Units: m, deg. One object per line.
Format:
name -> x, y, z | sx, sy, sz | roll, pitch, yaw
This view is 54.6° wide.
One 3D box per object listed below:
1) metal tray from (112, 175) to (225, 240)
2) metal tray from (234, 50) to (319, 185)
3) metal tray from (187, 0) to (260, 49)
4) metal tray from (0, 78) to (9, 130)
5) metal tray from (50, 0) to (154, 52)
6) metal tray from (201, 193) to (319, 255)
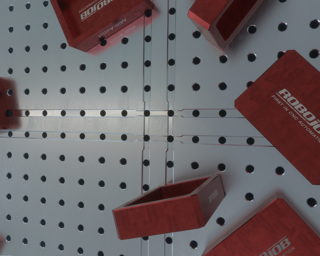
metal tray -> 0.017, 0.085, 0.351 | 0.090, 0.130, 0.030 | -15, 85, 19
metal tray -> 0.162, -0.013, 0.353 | 0.090, 0.030, 0.130 | -45, 76, 14
metal tray -> 0.092, -0.159, 0.345 | 0.030, 0.090, 0.130 | 41, 103, 15
metal tray -> -0.323, -0.032, 0.525 | 0.130, 0.030, 0.090 | -11, 86, 19
metal tray -> -0.085, -0.180, 0.440 | 0.130, 0.030, 0.090 | -27, 81, 18
metal tray -> 0.123, 0.152, 0.366 | 0.130, 0.030, 0.090 | -44, 76, 14
